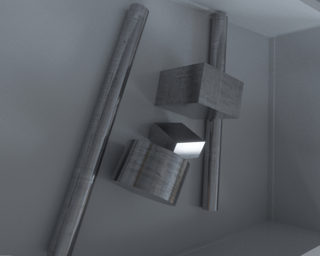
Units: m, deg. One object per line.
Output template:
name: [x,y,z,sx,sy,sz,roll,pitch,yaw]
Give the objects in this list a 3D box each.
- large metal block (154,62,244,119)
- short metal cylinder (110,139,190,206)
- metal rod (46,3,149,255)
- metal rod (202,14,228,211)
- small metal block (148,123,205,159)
large metal block: [0.052,-0.045,0.417,0.081,0.080,0.050,16,80,-39]
short metal cylinder: [-0.011,0.053,0.363,0.080,0.080,0.050,34,69,-35]
metal rod: [-0.065,-0.007,0.353,0.025,0.025,0.299,26,74,-38]
metal rod: [0.085,-0.025,0.480,0.025,0.025,0.298,6,86,-40]
small metal block: [0.022,0.016,0.407,0.050,0.050,0.025,0,121,-40]
